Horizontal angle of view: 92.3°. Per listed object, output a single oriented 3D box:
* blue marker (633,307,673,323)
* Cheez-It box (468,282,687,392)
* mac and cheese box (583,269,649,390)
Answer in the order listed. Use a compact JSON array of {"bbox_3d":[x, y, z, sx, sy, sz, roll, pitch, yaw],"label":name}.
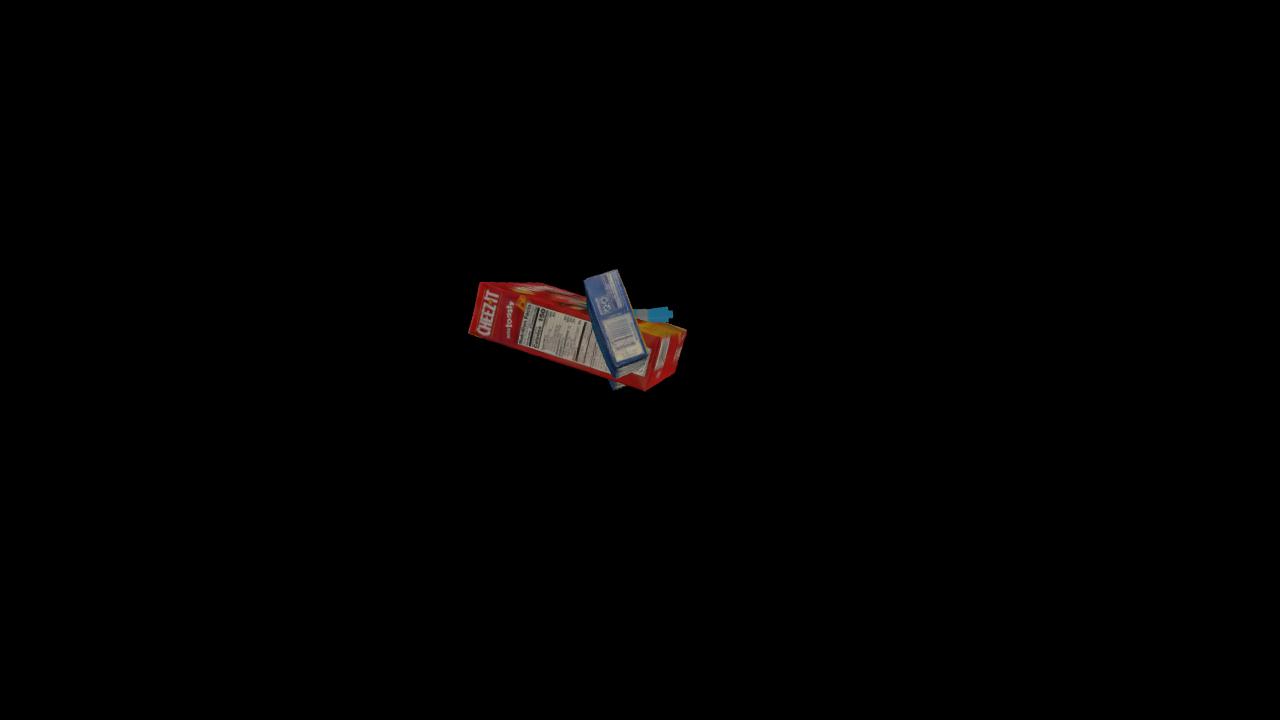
[{"bbox_3d":[-0.021,-0.051,0.729,0.121,0.020,0.020,-3,0,8],"label":"blue marker"},{"bbox_3d":[-0.067,-0.036,0.747,0.223,0.071,0.166,18,10,12],"label":"Cheez-It box"},{"bbox_3d":[-0.028,-0.025,0.671,0.041,0.093,0.184,-21,-8,-6],"label":"mac and cheese box"}]
